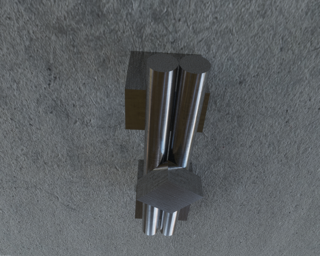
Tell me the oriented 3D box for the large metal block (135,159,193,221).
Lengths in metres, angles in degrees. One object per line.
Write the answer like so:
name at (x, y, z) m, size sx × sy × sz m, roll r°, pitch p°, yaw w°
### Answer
large metal block at (0.005, 0.096, 0.473) m, size 0.081 × 0.050 × 0.079 m, roll 4°, pitch 130°, yaw -4°

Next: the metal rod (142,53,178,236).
metal rod at (-0.006, 0.049, 0.354) m, size 0.025 × 0.025 × 0.298 m, roll 2°, pitch 137°, yaw -2°

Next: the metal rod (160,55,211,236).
metal rod at (0.020, 0.050, 0.356) m, size 0.025 × 0.025 × 0.298 m, roll 2°, pitch 137°, yaw -2°

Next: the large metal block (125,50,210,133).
large metal block at (0.006, -0.042, 0.338) m, size 0.081 × 0.080 × 0.050 m, roll 3°, pitch 130°, yaw -3°

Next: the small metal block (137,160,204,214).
small metal block at (0.010, 0.066, 0.336) m, size 0.050 × 0.025 × 0.050 m, roll 30°, pitch 130°, yaw -30°
